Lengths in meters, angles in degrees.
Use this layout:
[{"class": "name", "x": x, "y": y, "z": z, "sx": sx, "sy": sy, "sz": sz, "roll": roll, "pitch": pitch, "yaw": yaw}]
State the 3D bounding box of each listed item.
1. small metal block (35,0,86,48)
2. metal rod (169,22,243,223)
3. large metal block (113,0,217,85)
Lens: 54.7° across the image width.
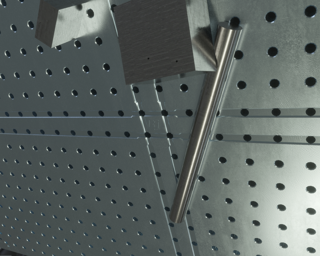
[{"class": "small metal block", "x": -0.121, "y": -0.131, "z": 0.376, "sx": 0.025, "sy": 0.050, "sz": 0.050, "roll": 34, "pitch": 129, "yaw": 6}, {"class": "metal rod", "x": 0.048, "y": 0.018, "z": 0.395, "sx": 0.025, "sy": 0.025, "sz": 0.298, "roll": 21, "pitch": 126, "yaw": 15}, {"class": "large metal block", "x": 0.006, "y": -0.091, "z": 0.317, "sx": 0.080, "sy": 0.050, "sz": 0.079, "roll": -6, "pitch": 95, "yaw": 33}]
